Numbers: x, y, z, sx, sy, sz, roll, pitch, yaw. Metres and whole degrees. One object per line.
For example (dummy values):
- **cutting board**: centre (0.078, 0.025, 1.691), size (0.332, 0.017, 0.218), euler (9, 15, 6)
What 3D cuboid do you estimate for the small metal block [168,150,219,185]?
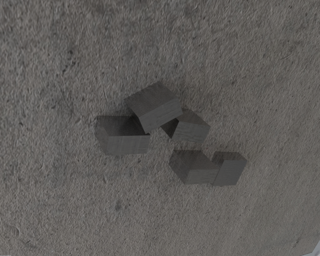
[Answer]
- **small metal block**: centre (0.048, 0.056, 0.452), size (0.050, 0.050, 0.025), euler (3, 117, -30)

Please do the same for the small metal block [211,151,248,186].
- **small metal block**: centre (0.108, 0.067, 0.507), size (0.050, 0.025, 0.050), euler (5, 116, -31)

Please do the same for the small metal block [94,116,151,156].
- **small metal block**: centre (-0.046, 0.008, 0.370), size (0.050, 0.050, 0.025), euler (-1, 119, -28)

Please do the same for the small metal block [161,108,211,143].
- **small metal block**: centre (0.029, -0.006, 0.403), size (0.050, 0.050, 0.025), euler (9, 114, -32)

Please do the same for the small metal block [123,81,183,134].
- **small metal block**: centre (-0.009, -0.026, 0.370), size (0.050, 0.050, 0.025), euler (-29, 128, -10)
